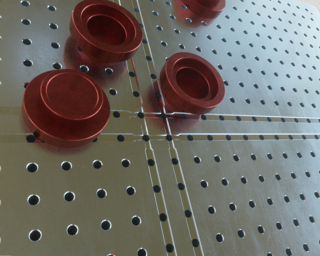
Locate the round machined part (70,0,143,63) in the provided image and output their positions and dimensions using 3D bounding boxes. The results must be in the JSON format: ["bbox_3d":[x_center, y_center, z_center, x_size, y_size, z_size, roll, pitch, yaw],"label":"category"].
[{"bbox_3d":[-0.078,-0.131,0.436,0.099,0.042,0.098,14,56,-21],"label":"round machined part"}]

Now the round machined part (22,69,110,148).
[{"bbox_3d":[-0.105,-0.029,0.359,0.099,0.042,0.098,14,56,-21],"label":"round machined part"}]

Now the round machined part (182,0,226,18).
[{"bbox_3d":[0.089,-0.268,0.611,0.099,0.042,0.098,14,56,-21],"label":"round machined part"}]

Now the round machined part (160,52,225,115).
[{"bbox_3d":[0.044,-0.061,0.460,0.099,0.042,0.098,14,56,-21],"label":"round machined part"}]
